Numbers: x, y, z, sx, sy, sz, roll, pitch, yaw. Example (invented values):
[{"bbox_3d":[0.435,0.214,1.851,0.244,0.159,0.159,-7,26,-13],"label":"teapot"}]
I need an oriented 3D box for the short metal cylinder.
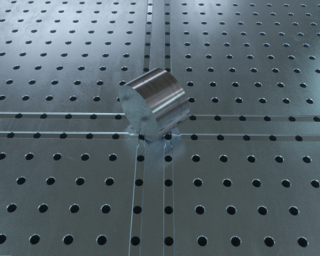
[{"bbox_3d":[-0.008,-0.030,0.396,0.050,0.080,0.080,-33,58,-25],"label":"short metal cylinder"}]
